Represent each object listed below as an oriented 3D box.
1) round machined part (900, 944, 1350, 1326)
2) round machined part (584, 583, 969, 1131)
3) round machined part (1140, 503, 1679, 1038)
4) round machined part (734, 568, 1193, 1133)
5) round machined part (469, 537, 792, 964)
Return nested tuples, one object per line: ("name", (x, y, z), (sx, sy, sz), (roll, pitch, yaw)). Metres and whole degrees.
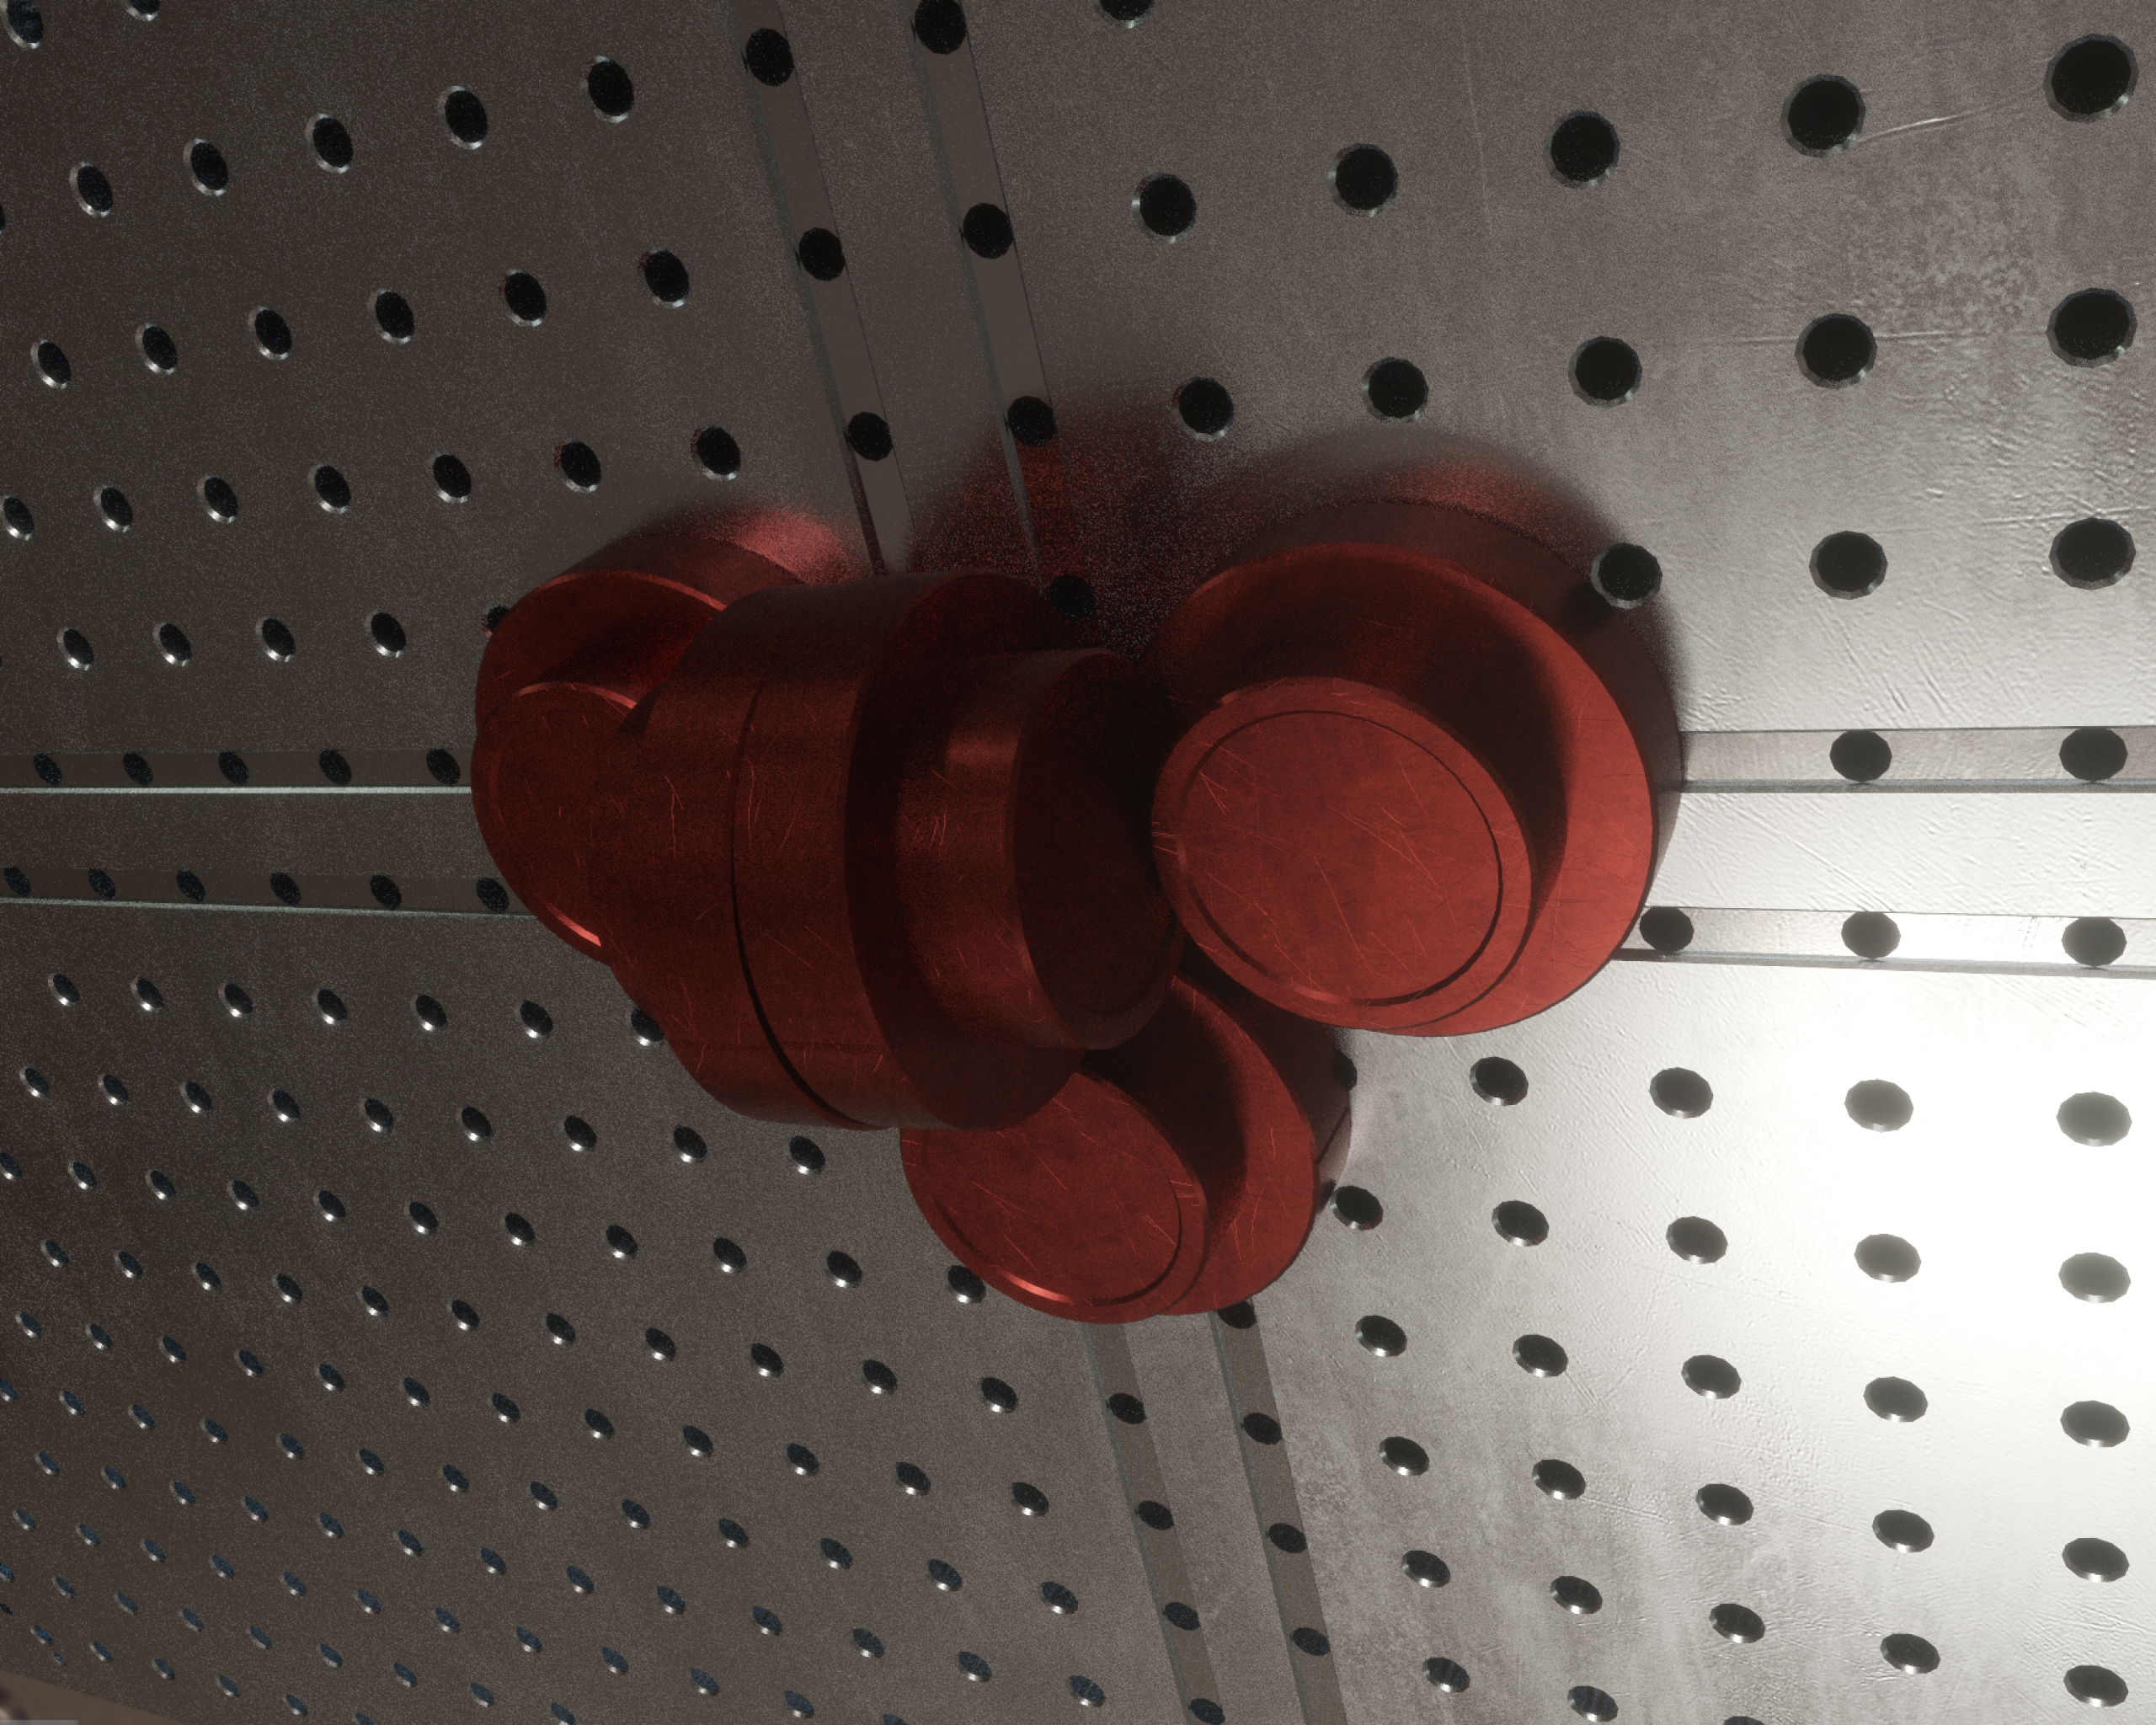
("round machined part", (0.003, 0.056, 0.432), (0.098, 0.042, 0.097), (13, 124, 20))
("round machined part", (-0.052, -0.001, 0.381), (0.042, 0.098, 0.097), (1, 119, 27))
("round machined part", (0.051, -0.010, 0.365), (0.098, 0.042, 0.097), (13, 124, 20))
("round machined part", (-0.013, -0.002, 0.361), (0.042, 0.098, 0.097), (-1, 118, 28))
("round machined part", (-0.086, -0.015, 0.434), (0.098, 0.042, 0.097), (13, 124, 20))
